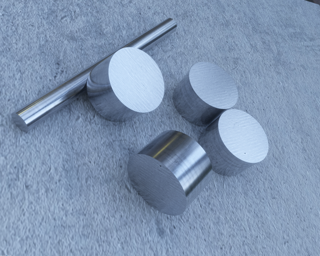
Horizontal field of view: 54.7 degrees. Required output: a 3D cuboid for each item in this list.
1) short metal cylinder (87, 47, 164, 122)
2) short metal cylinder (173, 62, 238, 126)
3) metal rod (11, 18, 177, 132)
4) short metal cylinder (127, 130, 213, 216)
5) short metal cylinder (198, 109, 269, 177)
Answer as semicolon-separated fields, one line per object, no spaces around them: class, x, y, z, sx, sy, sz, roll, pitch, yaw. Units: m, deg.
short metal cylinder;-0.041;-0.052;0.381;0.081;0.050;0.080;13;70;-38
short metal cylinder;0.066;-0.049;0.453;0.081;0.050;0.080;14;56;-21
metal rod;-0.065;-0.089;0.422;0.025;0.025;0.302;44;51;2
short metal cylinder;0.010;0.049;0.344;0.080;0.080;0.050;48;51;5
short metal cylinder;0.101;0.021;0.429;0.081;0.050;0.080;14;56;-21
